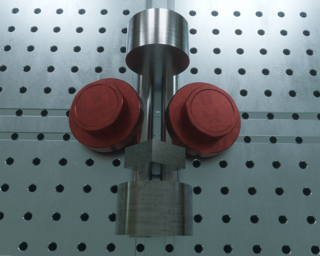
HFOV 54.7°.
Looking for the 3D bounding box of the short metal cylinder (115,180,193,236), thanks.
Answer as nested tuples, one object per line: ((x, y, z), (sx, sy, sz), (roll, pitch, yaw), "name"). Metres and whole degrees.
((-0.006, 0.087, 0.327), (0.080, 0.080, 0.050), (1, 70, 0), "short metal cylinder")

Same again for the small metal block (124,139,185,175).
((-0.006, 0.035, 0.361), (0.050, 0.050, 0.025), (18, 64, -38), "small metal block")

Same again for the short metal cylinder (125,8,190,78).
((-0.003, -0.106, 0.398), (0.080, 0.080, 0.050), (1, 70, 0), "short metal cylinder")

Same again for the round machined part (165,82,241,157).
((0.059, -0.015, 0.394), (0.099, 0.042, 0.098), (5, 70, -14), "round machined part")

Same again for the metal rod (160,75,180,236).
((0.014, -0.013, 0.416), (0.025, 0.025, 0.299), (1, 70, 0), "metal rod")

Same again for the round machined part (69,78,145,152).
((-0.073, -0.021, 0.397), (0.098, 0.042, 0.098), (-5, 69, 13), "round machined part")

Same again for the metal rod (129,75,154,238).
((-0.021, -0.012, 0.415), (0.025, 0.025, 0.299), (1, 70, 0), "metal rod")
